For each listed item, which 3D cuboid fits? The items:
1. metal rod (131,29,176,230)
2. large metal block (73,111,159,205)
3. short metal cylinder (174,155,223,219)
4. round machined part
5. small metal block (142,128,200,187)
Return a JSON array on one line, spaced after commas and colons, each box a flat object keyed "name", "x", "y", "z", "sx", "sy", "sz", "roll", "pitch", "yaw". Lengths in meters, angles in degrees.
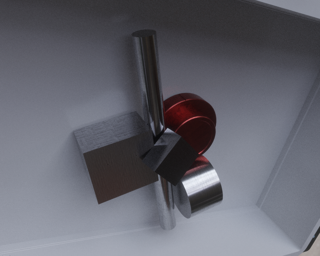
[{"name": "metal rod", "x": -0.002, "y": 0.026, "z": 0.396, "sx": 0.025, "sy": 0.025, "sz": 0.298, "roll": -19, "pitch": 126, "yaw": -18}, {"name": "large metal block", "x": -0.052, "y": 0.035, "z": 0.382, "sx": 0.081, "sy": 0.050, "sz": 0.079, "roll": -19, "pitch": 126, "yaw": -18}, {"name": "short metal cylinder", "x": 0.047, "y": 0.084, "z": 0.451, "sx": 0.050, "sy": 0.080, "sz": 0.079, "roll": -19, "pitch": 126, "yaw": -18}, {"name": "round machined part", "x": 0.036, "y": 0.005, "z": 0.419, "sx": 0.099, "sy": 0.042, "sz": 0.097, "roll": -14, "pitch": 125, "yaw": -21}, {"name": "small metal block", "x": 0.014, "y": 0.036, "z": 0.376, "sx": 0.050, "sy": 0.025, "sz": 0.050, "roll": -52, "pitch": 137, "yaw": -6}]
